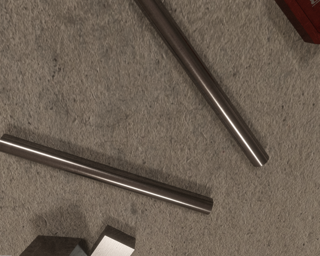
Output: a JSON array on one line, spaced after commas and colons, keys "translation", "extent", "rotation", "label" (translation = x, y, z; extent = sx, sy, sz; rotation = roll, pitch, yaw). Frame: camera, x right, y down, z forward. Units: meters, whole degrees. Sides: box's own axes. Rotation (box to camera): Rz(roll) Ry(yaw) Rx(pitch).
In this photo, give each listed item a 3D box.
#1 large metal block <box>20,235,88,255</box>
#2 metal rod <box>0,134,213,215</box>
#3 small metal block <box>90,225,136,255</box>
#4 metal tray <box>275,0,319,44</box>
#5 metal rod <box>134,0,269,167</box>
[{"translation": [-0.152, 0.211, 0.460], "extent": [0.080, 0.050, 0.079], "rotation": [-4, 111, 20], "label": "large metal block"}, {"translation": [-0.069, 0.067, 0.433], "extent": [0.302, 0.025, 0.025], "rotation": [19, 109, -7], "label": "metal rod"}, {"translation": [-0.073, 0.185, 0.477], "extent": [0.050, 0.025, 0.050], "rotation": [30, 107, -11], "label": "small metal block"}, {"translation": [0.201, -0.170, 0.347], "extent": [0.130, 0.030, 0.090], "rotation": [-40, 106, 13], "label": "metal tray"}, {"translation": [0.049, -0.067, 0.385], "extent": [0.025, 0.025, 0.300], "rotation": [-35, 107, 12], "label": "metal rod"}]
